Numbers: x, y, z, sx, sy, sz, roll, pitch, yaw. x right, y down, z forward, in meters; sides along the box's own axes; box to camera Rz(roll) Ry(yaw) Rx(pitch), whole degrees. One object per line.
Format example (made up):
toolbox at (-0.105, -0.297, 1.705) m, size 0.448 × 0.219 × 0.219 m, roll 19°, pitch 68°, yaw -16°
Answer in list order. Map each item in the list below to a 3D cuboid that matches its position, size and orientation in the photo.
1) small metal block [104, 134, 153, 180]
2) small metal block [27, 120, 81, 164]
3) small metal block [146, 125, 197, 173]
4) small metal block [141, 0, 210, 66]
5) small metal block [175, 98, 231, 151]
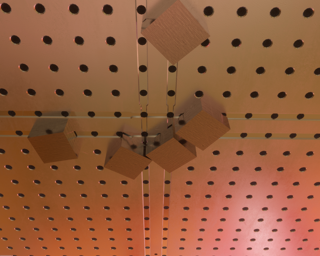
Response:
small metal block at (-0.045, 0.043, 0.447) m, size 0.050 × 0.025 × 0.050 m, roll 27°, pitch 125°, yaw -21°
small metal block at (-0.144, 0.020, 0.427) m, size 0.050 × 0.025 × 0.050 m, roll -9°, pitch 130°, yaw 7°
small metal block at (0.016, 0.031, 0.438) m, size 0.050 × 0.025 × 0.050 m, roll -35°, pitch 122°, yaw 25°
small metal block at (0.016, -0.103, 0.324) m, size 0.050 × 0.025 × 0.050 m, roll -35°, pitch 122°, yaw 26°
small metal block at (0.055, -0.004, 0.409) m, size 0.050 × 0.025 × 0.050 m, roll 32°, pitch 123°, yaw -25°
